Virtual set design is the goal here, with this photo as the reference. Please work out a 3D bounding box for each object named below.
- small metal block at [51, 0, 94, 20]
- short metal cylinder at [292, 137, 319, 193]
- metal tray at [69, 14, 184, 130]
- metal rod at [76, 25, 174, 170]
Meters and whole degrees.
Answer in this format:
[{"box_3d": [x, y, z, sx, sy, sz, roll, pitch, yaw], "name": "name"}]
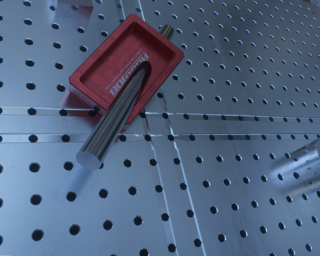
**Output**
[{"box_3d": [-0.130, -0.189, 0.453, 0.050, 0.025, 0.050, -5, 64, -30], "name": "small metal block"}, {"box_3d": [0.263, 0.059, 0.498, 0.081, 0.050, 0.080, 14, 56, -21], "name": "short metal cylinder"}, {"box_3d": [-0.041, -0.074, 0.401, 0.090, 0.030, 0.130, 38, 70, -3], "name": "metal tray"}, {"box_3d": [-0.028, -0.064, 0.402, 0.025, 0.025, 0.301, 31, 43, -8], "name": "metal rod"}]
